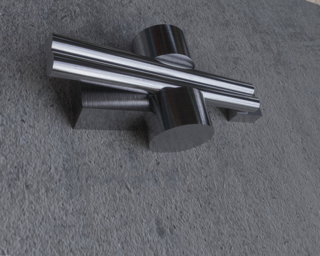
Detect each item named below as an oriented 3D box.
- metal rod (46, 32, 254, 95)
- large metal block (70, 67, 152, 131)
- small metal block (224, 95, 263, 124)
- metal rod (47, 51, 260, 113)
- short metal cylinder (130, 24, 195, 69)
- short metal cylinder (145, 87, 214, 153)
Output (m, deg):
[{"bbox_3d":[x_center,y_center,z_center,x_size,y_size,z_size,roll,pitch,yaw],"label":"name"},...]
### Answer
[{"bbox_3d":[0.012,-0.071,0.398,0.302,0.025,0.025,6,59,-34],"label":"metal rod"},{"bbox_3d":[-0.064,-0.043,0.382,0.081,0.050,0.080,2,61,-27],"label":"large metal block"},{"bbox_3d":[0.130,-0.036,0.497,0.050,0.025,0.050,3,61,-27],"label":"small metal block"},{"bbox_3d":[0.017,-0.049,0.387,0.302,0.025,0.025,6,59,-34],"label":"metal rod"},{"bbox_3d":[0.003,-0.096,0.430,0.081,0.080,0.050,1,61,-28],"label":"short metal cylinder"},{"bbox_3d":[0.022,-0.008,0.386,0.081,0.080,0.050,1,61,-28],"label":"short metal cylinder"}]
